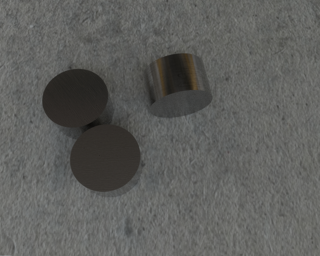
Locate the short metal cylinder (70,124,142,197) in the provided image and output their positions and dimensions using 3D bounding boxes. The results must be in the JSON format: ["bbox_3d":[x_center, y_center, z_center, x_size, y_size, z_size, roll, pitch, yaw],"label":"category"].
[{"bbox_3d":[-0.063,0.041,0.379,0.081,0.050,0.080,0,70,0],"label":"short metal cylinder"}]

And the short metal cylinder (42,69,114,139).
[{"bbox_3d":[-0.104,-0.030,0.404,0.081,0.050,0.080,0,70,0],"label":"short metal cylinder"}]

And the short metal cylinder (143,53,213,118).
[{"bbox_3d":[0.022,-0.052,0.398,0.081,0.080,0.050,-10,71,-4],"label":"short metal cylinder"}]
